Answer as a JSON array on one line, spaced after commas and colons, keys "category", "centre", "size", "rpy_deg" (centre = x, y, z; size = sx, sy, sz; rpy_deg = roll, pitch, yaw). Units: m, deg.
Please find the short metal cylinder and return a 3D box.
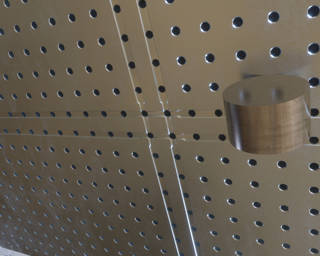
[{"category": "short metal cylinder", "centre": [0.106, -0.016, 0.310], "size": [0.080, 0.080, 0.050], "rpy_deg": [0, 119, 28]}]
